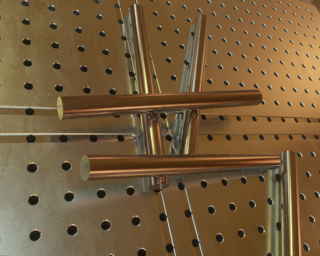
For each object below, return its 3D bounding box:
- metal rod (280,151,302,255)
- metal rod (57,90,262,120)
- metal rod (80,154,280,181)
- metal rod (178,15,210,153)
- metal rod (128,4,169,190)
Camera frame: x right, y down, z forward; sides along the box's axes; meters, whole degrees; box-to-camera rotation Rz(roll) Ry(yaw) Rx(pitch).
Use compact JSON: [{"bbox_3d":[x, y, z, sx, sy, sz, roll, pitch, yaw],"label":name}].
[{"bbox_3d":[0.171,0.159,0.405,0.025,0.025,0.300,26,52,-13],"label":"metal rod"},{"bbox_3d":[0.022,-0.035,0.409,0.303,0.025,0.025,-6,65,-31],"label":"metal rod"},{"bbox_3d":[0.051,0.045,0.384,0.302,0.025,0.025,3,60,-36],"label":"metal rod"},{"bbox_3d":[0.057,-0.079,0.489,0.025,0.025,0.300,22,53,-16],"label":"metal rod"},{"bbox_3d":[-0.020,-0.061,0.435,0.025,0.025,0.299,6,59,-26],"label":"metal rod"}]
